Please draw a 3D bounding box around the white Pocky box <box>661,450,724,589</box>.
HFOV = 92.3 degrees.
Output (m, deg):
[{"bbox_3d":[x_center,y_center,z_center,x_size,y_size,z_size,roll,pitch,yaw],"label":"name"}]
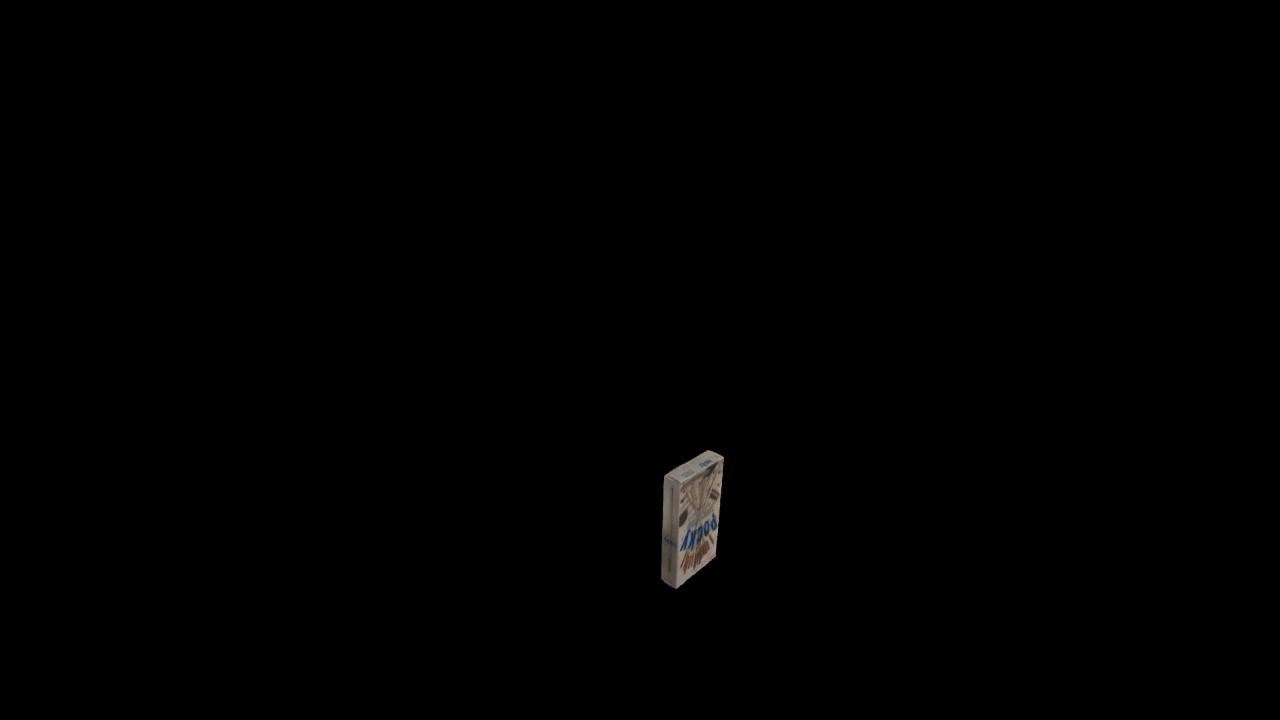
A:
[{"bbox_3d":[0.062,0.192,0.745,0.028,0.154,0.084,21,30,39],"label":"white Pocky box"}]
